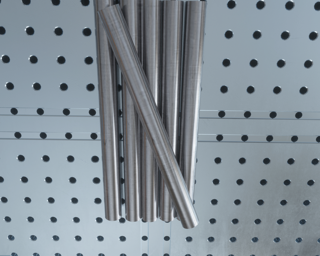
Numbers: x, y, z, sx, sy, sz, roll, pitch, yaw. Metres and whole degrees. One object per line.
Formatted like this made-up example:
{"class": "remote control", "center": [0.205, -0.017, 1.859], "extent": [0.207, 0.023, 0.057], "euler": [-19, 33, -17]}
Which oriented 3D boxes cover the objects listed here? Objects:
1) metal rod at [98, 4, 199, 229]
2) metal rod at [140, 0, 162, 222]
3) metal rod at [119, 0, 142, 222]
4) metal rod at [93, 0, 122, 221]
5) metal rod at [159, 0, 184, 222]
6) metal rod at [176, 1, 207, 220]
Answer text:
{"class": "metal rod", "center": [-0.007, 0.001, 0.387], "extent": [0.025, 0.025, 0.299], "euler": [-18, 109, 6]}
{"class": "metal rod", "center": [-0.013, -0.008, 0.409], "extent": [0.025, 0.025, 0.298], "euler": [1, 110, 0]}
{"class": "metal rod", "center": [-0.037, -0.008, 0.409], "extent": [0.025, 0.025, 0.298], "euler": [1, 110, 0]}
{"class": "metal rod", "center": [-0.067, -0.010, 0.408], "extent": [0.025, 0.025, 0.298], "euler": [1, 110, 0]}
{"class": "metal rod", "center": [0.013, -0.008, 0.411], "extent": [0.025, 0.025, 0.298], "euler": [1, 110, 0]}
{"class": "metal rod", "center": [0.039, -0.007, 0.411], "extent": [0.025, 0.025, 0.298], "euler": [1, 110, -1]}
